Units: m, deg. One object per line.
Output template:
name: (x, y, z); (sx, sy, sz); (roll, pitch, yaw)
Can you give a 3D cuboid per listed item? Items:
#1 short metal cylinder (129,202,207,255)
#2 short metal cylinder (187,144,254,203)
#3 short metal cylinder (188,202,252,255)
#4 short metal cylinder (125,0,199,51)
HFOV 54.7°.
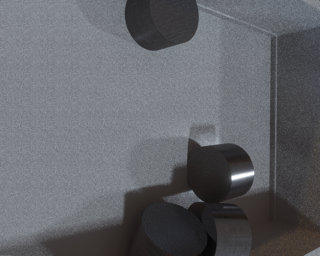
short metal cylinder: (0.009, 0.135, 0.369); (0.081, 0.080, 0.050); (-3, 125, -40)
short metal cylinder: (0.085, 0.063, 0.442); (0.050, 0.080, 0.079); (-3, 92, -40)
short metal cylinder: (0.070, 0.136, 0.395); (0.050, 0.080, 0.080); (9, 84, -24)
short metal cylinder: (0.003, -0.143, 0.392); (0.081, 0.050, 0.080); (0, 91, -40)
